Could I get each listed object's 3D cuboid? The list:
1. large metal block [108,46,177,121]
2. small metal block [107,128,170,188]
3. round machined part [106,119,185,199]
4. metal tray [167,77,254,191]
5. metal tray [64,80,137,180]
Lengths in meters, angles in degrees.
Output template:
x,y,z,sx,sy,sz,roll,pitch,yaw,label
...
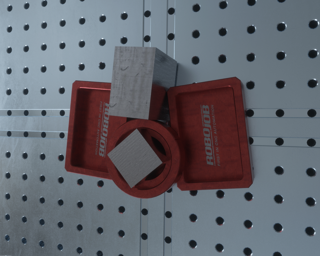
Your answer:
x,y,z,sx,sy,sz,roll,pitch,yaw,label
-0.018,-0.052,0.386,0.050,0.080,0.079,7,92,20,large metal block
-0.026,0.036,0.373,0.050,0.025,0.050,-41,77,15,small metal block
-0.015,0.037,0.395,0.098,0.042,0.097,0,90,19,round machined part
0.062,0.009,0.384,0.090,0.030,0.129,-7,88,19,metal tray
-0.082,0.002,0.434,0.090,0.030,0.129,7,92,19,metal tray
